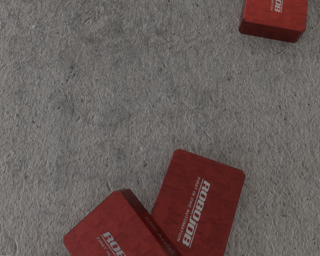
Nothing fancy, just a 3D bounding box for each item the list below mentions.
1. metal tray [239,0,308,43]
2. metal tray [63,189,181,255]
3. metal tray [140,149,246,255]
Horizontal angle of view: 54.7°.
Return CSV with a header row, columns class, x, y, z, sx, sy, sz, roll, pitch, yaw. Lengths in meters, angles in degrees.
class,x,y,z,sx,sy,sz,roll,pitch,yaw
metal tray,0.178,-0.200,0.480,0.090,0.030,0.130,12,70,4
metal tray,-0.033,0.143,0.335,0.090,0.030,0.130,-43,75,9
metal tray,0.039,0.100,0.369,0.090,0.030,0.130,19,71,7
